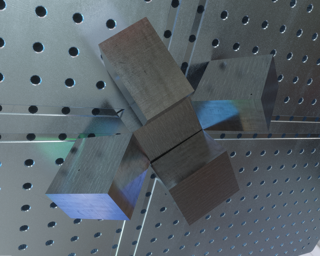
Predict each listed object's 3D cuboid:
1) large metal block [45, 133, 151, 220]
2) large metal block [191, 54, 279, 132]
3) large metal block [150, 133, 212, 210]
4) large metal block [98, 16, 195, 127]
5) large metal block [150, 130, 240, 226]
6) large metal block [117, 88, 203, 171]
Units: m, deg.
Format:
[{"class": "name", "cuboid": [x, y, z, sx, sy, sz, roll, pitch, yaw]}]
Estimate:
[{"class": "large metal block", "cuboid": [-0.067, 0.055, 0.353, 0.080, 0.080, 0.050, -6, 133, 25]}, {"class": "large metal block", "cuboid": [0.094, -0.042, 0.380, 0.080, 0.080, 0.050, -63, 140, -36]}, {"class": "large metal block", "cuboid": [0.034, 0.057, 0.447, 0.080, 0.050, 0.080, -33, 128, -8]}, {"class": "large metal block", "cuboid": [-0.015, -0.051, 0.315, 0.050, 0.080, 0.080, -33, 90, -7]}, {"class": "large metal block", "cuboid": [0.046, 0.063, 0.392, 0.080, 0.050, 0.080, -33, 130, -8]}, {"class": "large metal block", "cuboid": [0.005, 0.000, 0.397, 0.080, 0.050, 0.080, -33, 129, -7]}]
